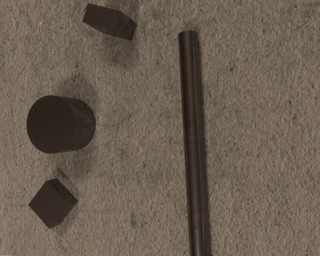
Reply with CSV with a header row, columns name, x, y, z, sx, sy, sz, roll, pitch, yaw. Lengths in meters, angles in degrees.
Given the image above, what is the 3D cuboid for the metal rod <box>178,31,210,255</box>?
name,x,y,z,sx,sy,sz,roll,pitch,yaw
metal rod,0.043,0.029,0.393,0.025,0.025,0.298,-3,89,19

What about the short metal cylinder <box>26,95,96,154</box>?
name,x,y,z,sx,sy,sz,roll,pitch,yaw
short metal cylinder,-0.141,-0.005,0.444,0.080,0.050,0.079,0,90,19

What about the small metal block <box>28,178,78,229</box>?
name,x,y,z,sx,sy,sz,roll,pitch,yaw
small metal block,-0.160,0.112,0.464,0.050,0.025,0.050,42,103,14

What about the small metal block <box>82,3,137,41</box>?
name,x,y,z,sx,sy,sz,roll,pitch,yaw
small metal block,-0.066,-0.142,0.418,0.050,0.050,0.025,20,97,18
